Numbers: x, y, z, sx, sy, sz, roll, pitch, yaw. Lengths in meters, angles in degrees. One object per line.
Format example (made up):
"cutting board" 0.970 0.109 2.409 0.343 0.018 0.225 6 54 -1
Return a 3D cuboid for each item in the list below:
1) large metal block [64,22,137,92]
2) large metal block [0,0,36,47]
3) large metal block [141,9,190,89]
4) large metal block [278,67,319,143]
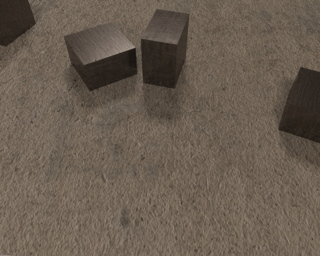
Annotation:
"large metal block" -0.091 -0.112 0.480 0.081 0.050 0.080 -24 54 -20
"large metal block" -0.272 -0.201 0.533 0.050 0.080 0.080 19 53 15
"large metal block" 0.009 -0.119 0.468 0.050 0.080 0.080 12 51 9
"large metal block" 0.214 -0.028 0.413 0.080 0.050 0.080 20 53 15
